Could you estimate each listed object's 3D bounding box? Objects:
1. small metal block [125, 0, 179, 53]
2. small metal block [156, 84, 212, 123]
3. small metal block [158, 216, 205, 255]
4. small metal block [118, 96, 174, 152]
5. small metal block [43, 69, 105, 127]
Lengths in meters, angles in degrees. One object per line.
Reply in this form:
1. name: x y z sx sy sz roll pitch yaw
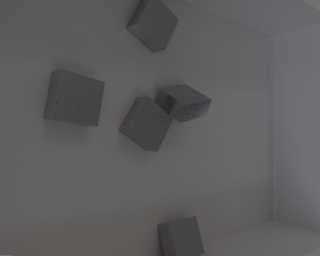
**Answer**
1. small metal block: -0.009 -0.134 0.399 0.050 0.025 0.050 35 68 -34
2. small metal block: 0.031 -0.034 0.412 0.050 0.050 0.025 -15 130 -39
3. small metal block: 0.029 0.151 0.421 0.050 0.025 0.050 1 69 -40
4. small metal block: -0.017 -0.005 0.392 0.050 0.025 0.050 40 66 -33
5. small metal block: -0.091 -0.030 0.330 0.050 0.025 0.050 13 82 -39
